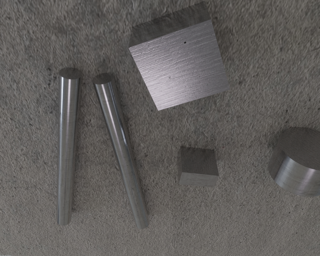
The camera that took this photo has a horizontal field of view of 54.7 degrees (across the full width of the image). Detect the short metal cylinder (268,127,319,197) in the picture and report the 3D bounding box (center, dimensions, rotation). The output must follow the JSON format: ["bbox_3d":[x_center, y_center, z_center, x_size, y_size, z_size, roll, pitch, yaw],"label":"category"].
[{"bbox_3d":[0.191,0.043,0.410,0.081,0.080,0.050,3,130,-3],"label":"short metal cylinder"}]

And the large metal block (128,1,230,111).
[{"bbox_3d":[0.022,-0.074,0.328,0.080,0.050,0.080,-16,129,13],"label":"large metal block"}]

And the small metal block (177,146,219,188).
[{"bbox_3d":[0.052,0.054,0.438,0.050,0.050,0.025,7,130,-6],"label":"small metal block"}]

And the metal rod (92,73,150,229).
[{"bbox_3d":[-0.048,0.056,0.454,0.025,0.025,0.298,-5,130,4],"label":"metal rod"}]

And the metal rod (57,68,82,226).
[{"bbox_3d":[-0.135,0.049,0.446,0.025,0.025,0.298,10,130,-8],"label":"metal rod"}]
